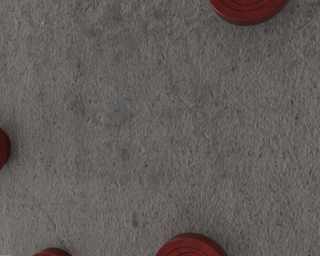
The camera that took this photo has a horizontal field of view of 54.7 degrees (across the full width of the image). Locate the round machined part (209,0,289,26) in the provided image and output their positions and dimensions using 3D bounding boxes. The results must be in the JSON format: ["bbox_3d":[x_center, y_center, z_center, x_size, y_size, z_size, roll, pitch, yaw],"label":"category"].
[{"bbox_3d":[0.105,-0.168,0.363,0.098,0.042,0.097,0,90,20],"label":"round machined part"}]

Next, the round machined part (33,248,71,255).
[{"bbox_3d":[-0.167,0.234,0.459,0.098,0.042,0.097,0,90,20],"label":"round machined part"}]

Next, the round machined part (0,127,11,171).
[{"bbox_3d":[-0.284,0.033,0.500,0.098,0.042,0.097,0,90,20],"label":"round machined part"}]

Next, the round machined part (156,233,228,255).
[{"bbox_3d":[0.043,0.179,0.385,0.098,0.042,0.097,0,90,20],"label":"round machined part"}]
